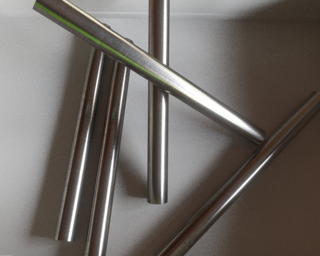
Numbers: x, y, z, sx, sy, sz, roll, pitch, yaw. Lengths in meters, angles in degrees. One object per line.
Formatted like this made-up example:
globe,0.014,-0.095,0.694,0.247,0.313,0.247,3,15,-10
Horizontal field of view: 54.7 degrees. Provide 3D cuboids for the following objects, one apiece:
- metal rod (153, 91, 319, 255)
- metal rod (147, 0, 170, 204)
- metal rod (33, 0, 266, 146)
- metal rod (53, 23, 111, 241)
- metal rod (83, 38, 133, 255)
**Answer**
metal rod,0.110,0.057,0.389,0.301,0.025,0.025,-42,75,-14
metal rod,-0.002,-0.059,0.372,0.025,0.025,0.298,1,92,0
metal rod,0.008,-0.055,0.349,0.301,0.025,0.025,29,70,-23
metal rod,-0.098,-0.009,0.412,0.025,0.025,0.299,5,70,2
metal rod,-0.063,0.015,0.403,0.025,0.025,0.299,5,70,1
